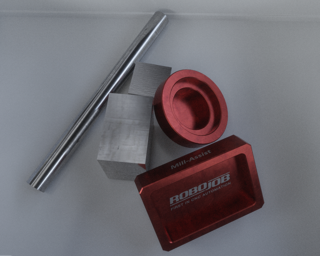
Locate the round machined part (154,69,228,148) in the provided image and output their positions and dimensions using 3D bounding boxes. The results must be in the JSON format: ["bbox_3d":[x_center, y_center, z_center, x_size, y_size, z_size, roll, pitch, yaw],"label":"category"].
[{"bbox_3d":[0.035,-0.022,0.395,0.099,0.042,0.098,10,69,-27],"label":"round machined part"}]

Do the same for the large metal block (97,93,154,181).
[{"bbox_3d":[-0.037,0.014,0.372,0.050,0.080,0.080,5,67,2],"label":"large metal block"}]

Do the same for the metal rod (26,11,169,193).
[{"bbox_3d":[-0.075,-0.047,0.425,0.025,0.025,0.300,30,72,10],"label":"metal rod"}]

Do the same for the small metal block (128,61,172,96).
[{"bbox_3d":[-0.013,-0.061,0.432,0.050,0.025,0.050,11,70,3],"label":"small metal block"}]

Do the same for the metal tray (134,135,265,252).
[{"bbox_3d":[0.047,0.073,0.353,0.131,0.030,0.090,-22,112,-8],"label":"metal tray"}]
